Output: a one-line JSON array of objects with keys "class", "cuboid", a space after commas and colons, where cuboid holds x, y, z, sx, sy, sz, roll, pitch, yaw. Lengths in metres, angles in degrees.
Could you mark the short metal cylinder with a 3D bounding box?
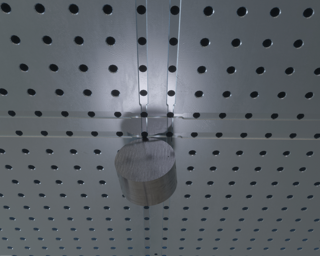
[{"class": "short metal cylinder", "cuboid": [-0.018, 0.059, 0.425, 0.080, 0.080, 0.050, -4, 130, 3]}]
